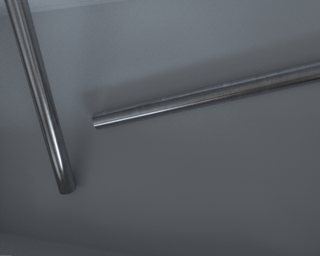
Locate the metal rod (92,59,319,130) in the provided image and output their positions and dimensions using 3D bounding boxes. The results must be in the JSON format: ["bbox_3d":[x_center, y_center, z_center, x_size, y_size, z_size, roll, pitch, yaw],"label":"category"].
[{"bbox_3d":[0.050,-0.038,0.392,0.301,0.025,0.025,-12,86,19],"label":"metal rod"}]

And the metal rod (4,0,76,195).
[{"bbox_3d":[-0.154,-0.045,0.402,0.025,0.025,0.298,1,114,19],"label":"metal rod"}]
